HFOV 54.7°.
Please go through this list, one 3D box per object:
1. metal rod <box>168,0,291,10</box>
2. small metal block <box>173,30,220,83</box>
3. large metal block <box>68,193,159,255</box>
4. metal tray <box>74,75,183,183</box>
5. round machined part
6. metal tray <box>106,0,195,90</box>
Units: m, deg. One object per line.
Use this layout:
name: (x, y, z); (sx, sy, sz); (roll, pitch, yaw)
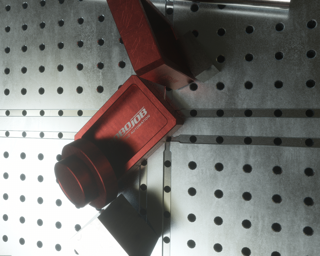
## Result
metal rod: (0.013, -0.182, 0.407); (0.301, 0.025, 0.025); (13, 94, 19)
small metal block: (0.046, -0.086, 0.383); (0.025, 0.050, 0.050); (-34, 79, 17)
large metal block: (-0.055, 0.142, 0.395); (0.050, 0.080, 0.080); (-41, 88, 15)
metal tray: (-0.045, 0.003, 0.424); (0.130, 0.030, 0.090); (-44, 77, 14)
round machined part: (-0.104, 0.066, 0.414); (0.098, 0.042, 0.097); (26, 130, 35)
metal tray: (-0.004, -0.097, 0.357); (0.030, 0.130, 0.090); (-24, 82, 18)
